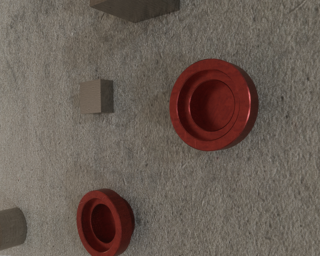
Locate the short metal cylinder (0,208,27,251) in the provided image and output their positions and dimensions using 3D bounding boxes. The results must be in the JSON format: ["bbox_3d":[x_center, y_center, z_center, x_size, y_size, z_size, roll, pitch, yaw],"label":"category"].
[{"bbox_3d":[-0.324,0.213,0.652,0.080,0.050,0.079,0,90,39],"label":"short metal cylinder"}]

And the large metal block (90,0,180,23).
[{"bbox_3d":[-0.031,-0.176,0.393,0.080,0.081,0.050,0,90,39],"label":"large metal block"}]

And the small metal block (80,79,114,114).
[{"bbox_3d":[-0.099,-0.048,0.484,0.050,0.025,0.050,-2,89,39],"label":"small metal block"}]

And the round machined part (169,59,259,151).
[{"bbox_3d":[0.062,-0.024,0.342,0.098,0.042,0.097,0,90,39],"label":"round machined part"}]

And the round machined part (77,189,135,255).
[{"bbox_3d":[-0.075,0.137,0.454,0.098,0.042,0.097,0,90,39],"label":"round machined part"}]
